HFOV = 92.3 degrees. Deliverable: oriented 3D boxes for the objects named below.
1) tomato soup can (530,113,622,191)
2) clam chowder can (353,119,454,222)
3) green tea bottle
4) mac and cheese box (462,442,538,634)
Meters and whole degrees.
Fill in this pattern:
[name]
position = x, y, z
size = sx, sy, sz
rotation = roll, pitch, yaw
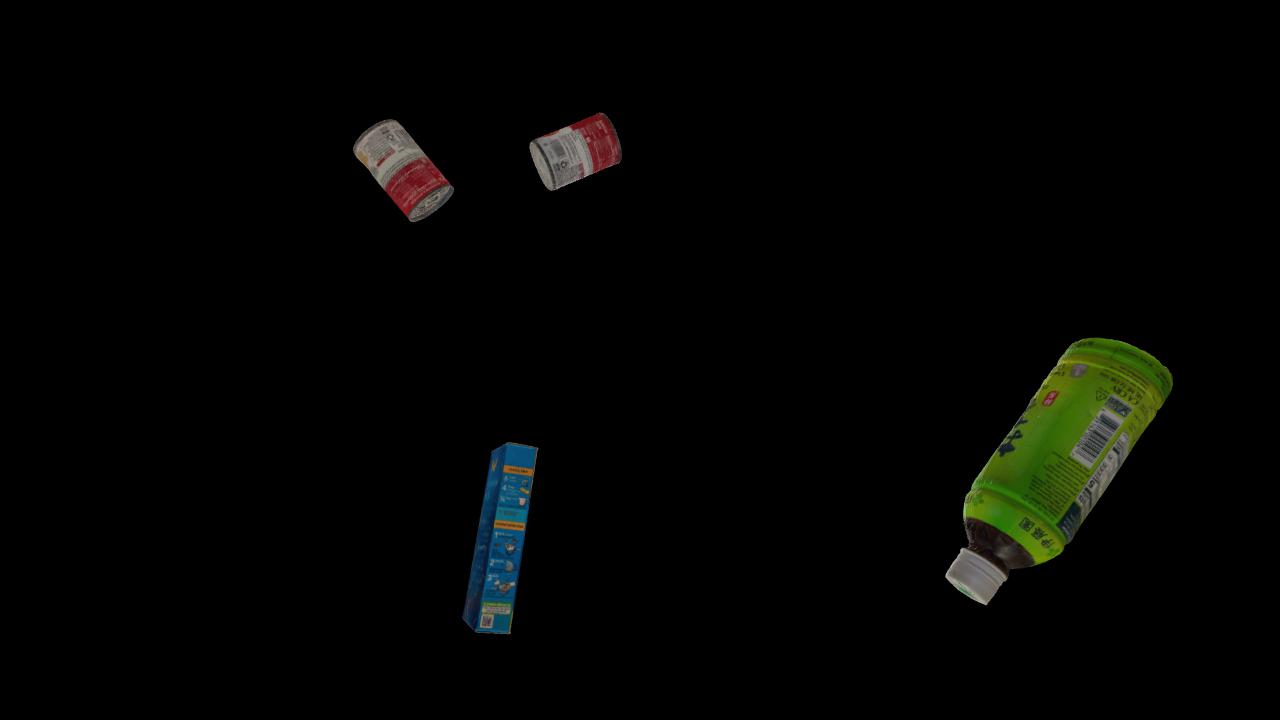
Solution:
[tomato soup can]
position = -0.083, -0.267, 0.794
size = 0.101, 0.068, 0.068
rotation = -28, 7, -14
[clam chowder can]
position = -0.285, -0.228, 0.744
size = 0.068, 0.102, 0.068
rotation = -39, 8, 6
[green tea bottle]
position = 0.294, 0.081, 0.444
size = 0.073, 0.212, 0.073
rotation = 40, -11, 9
[mac and cheese box]
position = -0.149, 0.186, 0.656
size = 0.041, 0.184, 0.093
rotation = 13, -19, -19
